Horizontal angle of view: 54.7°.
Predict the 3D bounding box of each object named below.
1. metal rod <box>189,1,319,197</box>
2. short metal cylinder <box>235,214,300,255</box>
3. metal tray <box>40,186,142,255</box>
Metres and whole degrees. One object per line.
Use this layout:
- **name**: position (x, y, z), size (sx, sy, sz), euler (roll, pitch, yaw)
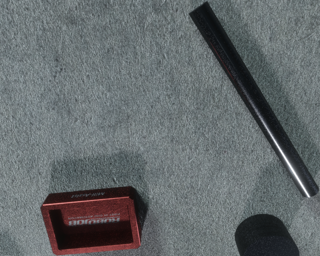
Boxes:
- **metal rod**: position (0.130, -0.024, 0.401), size (0.025, 0.025, 0.300), euler (-33, 107, 11)
- **short metal cylinder**: position (0.158, 0.177, 0.463), size (0.081, 0.050, 0.079), euler (0, 110, 0)
- **metal tray**: position (-0.098, 0.137, 0.456), size (0.131, 0.030, 0.089), euler (-6, 110, 2)
